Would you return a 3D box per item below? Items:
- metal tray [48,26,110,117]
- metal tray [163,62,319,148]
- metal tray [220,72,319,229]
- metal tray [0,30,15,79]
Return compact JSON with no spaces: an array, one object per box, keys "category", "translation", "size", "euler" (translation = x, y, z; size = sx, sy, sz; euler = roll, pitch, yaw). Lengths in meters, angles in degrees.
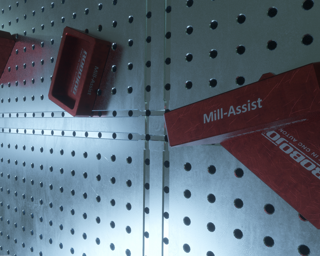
[{"category":"metal tray","translation":[-0.138,-0.093,0.516],"size":[0.090,0.030,0.129],"euler":[30,109,35]},{"category":"metal tray","translation":[0.080,-0.012,0.260],"size":[0.130,0.091,0.030],"euler":[-17,80,38]},{"category":"metal tray","translation":[0.132,0.018,0.297],"size":[0.130,0.030,0.089],"euler":[44,116,30]},{"category":"metal tray","translation":[-0.390,-0.158,0.683],"size":[0.129,0.091,0.030],"euler":[-51,60,27]}]
